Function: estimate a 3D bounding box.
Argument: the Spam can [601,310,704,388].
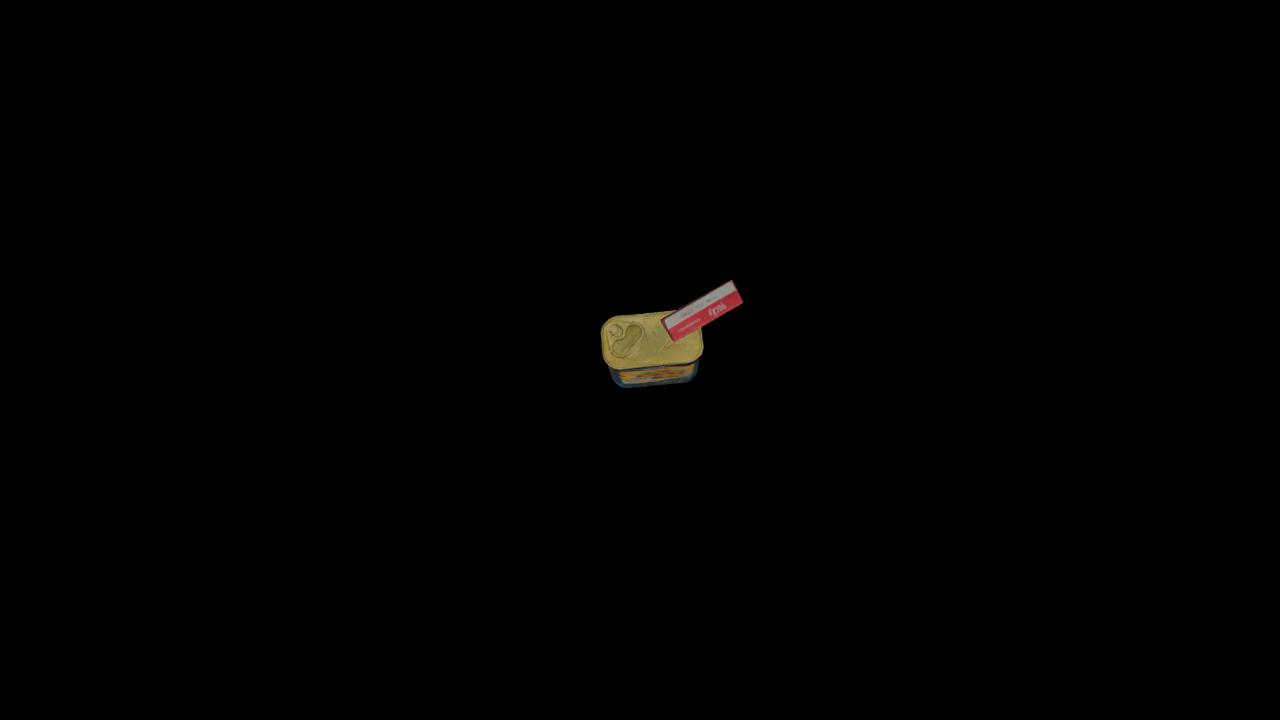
[{"bbox_3d":[0.014,-0.008,0.651,0.101,0.058,0.085,-5,-18,2],"label":"Spam can"}]

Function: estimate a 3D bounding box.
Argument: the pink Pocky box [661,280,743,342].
[{"bbox_3d":[0.055,-0.047,0.687,0.084,0.029,0.155,-29,1,-6],"label":"pink Pocky box"}]
